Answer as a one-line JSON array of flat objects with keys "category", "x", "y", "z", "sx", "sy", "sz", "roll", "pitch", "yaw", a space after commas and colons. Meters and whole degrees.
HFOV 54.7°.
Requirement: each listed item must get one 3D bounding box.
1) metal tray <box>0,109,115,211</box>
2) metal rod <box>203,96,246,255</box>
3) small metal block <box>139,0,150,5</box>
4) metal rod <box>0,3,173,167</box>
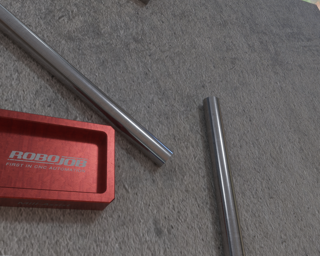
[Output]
[{"category": "metal tray", "x": -0.114, "y": 0.034, "z": 0.319, "sx": 0.131, "sy": 0.030, "sz": 0.090, "roll": 9, "pitch": 58, "yaw": -24}, {"category": "metal rod", "x": 0.084, "y": 0.088, "z": 0.397, "sx": 0.025, "sy": 0.025, "sz": 0.299, "roll": 11, "pitch": 57, "yaw": -23}, {"category": "small metal block", "x": -0.031, "y": -0.250, "z": 0.541, "sx": 0.050, "sy": 0.025, "sz": 0.050, "roll": 31, "pitch": 52, "yaw": -9}, {"category": "metal rod", "x": -0.106, "y": -0.059, "z": 0.383, "sx": 0.300, "sy": 0.025, "sz": 0.025, "roll": 41, "pitch": 51, "yaw": -1}]
